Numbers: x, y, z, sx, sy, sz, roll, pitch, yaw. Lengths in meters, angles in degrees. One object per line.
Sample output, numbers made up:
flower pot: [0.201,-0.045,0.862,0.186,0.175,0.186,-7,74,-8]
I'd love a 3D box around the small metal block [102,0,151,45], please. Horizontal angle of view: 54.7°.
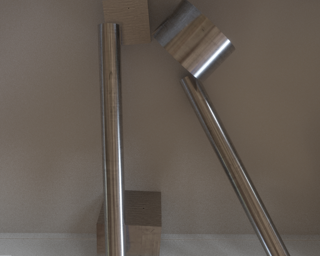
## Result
small metal block: [-0.038,-0.125,0.365,0.050,0.025,0.050,-4,110,1]

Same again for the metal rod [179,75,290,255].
metal rod: [0.102,0.070,0.382,0.025,0.025,0.299,-27,87,9]

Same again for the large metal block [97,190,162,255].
large metal block: [-0.040,0.130,0.429,0.081,0.080,0.050,3,110,-2]

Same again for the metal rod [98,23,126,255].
metal rod: [-0.055,0.034,0.360,0.025,0.025,0.298,-1,97,0]

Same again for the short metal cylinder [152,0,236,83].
short metal cylinder: [0.037,-0.097,0.347,0.080,0.080,0.050,40,105,-14]
